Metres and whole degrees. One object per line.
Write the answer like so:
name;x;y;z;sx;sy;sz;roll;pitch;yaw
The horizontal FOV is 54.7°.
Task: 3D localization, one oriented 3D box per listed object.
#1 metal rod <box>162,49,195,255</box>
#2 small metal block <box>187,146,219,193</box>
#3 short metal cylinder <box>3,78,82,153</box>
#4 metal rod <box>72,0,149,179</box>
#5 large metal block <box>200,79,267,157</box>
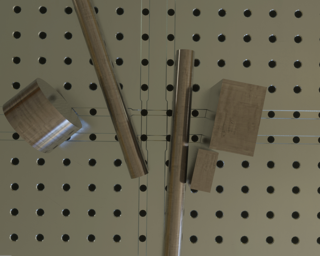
metal rod;0.024;0.047;0.413;0.025;0.025;0.298;4;90;0
small metal block;0.054;0.052;0.401;0.025;0.050;0.050;12;90;0
short metal cylinder;-0.143;-0.015;0.385;0.050;0.080;0.080;-39;90;0
metal rod;-0.074;-0.078;0.412;0.025;0.025;0.298;-18;90;0
large metal block;0.088;-0.012;0.386;0.050;0.080;0.080;11;90;0
